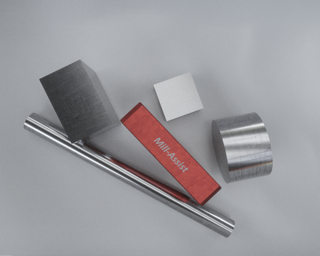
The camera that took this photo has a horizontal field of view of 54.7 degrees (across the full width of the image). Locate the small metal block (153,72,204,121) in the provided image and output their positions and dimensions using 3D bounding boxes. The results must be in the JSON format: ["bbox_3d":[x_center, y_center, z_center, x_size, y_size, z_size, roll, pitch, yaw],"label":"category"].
[{"bbox_3d":[0.024,-0.040,0.409,0.050,0.025,0.050,-20,90,-1],"label":"small metal block"}]

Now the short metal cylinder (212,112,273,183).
[{"bbox_3d":[0.099,0.024,0.384,0.050,0.080,0.080,-12,90,1],"label":"short metal cylinder"}]

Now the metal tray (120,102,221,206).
[{"bbox_3d":[0.012,0.029,0.377,0.030,0.090,0.130,-44,91,0],"label":"metal tray"}]

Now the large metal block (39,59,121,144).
[{"bbox_3d":[-0.093,-0.029,0.381,0.050,0.080,0.080,-26,90,0],"label":"large metal block"}]

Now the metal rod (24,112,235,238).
[{"bbox_3d":[-0.039,0.062,0.410,0.301,0.025,0.025,29,90,-1],"label":"metal rod"}]
